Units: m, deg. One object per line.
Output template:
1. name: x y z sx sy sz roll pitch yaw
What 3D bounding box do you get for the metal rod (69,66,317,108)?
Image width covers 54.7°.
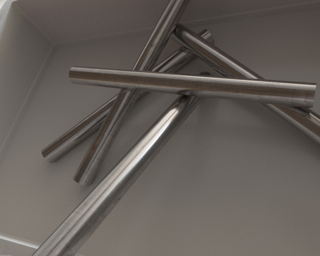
1. metal rod: 0.017 -0.053 0.366 0.301 0.025 0.025 9 66 25

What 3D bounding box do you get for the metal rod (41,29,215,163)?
1. metal rod: -0.049 -0.045 0.459 0.300 0.025 0.025 -36 51 4

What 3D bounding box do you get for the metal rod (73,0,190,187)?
1. metal rod: -0.035 -0.059 0.420 0.025 0.025 0.299 28 89 37

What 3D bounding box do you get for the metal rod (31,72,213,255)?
1. metal rod: -0.014 0.022 0.318 0.025 0.025 0.301 9 40 32

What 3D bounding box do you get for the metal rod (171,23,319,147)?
1. metal rod: 0.112 -0.048 0.359 0.025 0.025 0.300 -43 56 -2
